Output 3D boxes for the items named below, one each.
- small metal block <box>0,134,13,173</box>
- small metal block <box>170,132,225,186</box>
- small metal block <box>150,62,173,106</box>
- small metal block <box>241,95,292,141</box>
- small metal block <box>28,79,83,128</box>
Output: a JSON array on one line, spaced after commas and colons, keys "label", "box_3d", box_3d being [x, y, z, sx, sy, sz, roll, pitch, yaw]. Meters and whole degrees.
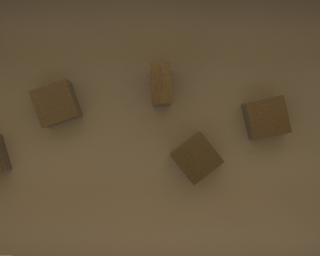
[{"label": "small metal block", "box_3d": [-0.232, 0.039, 0.410, 0.050, 0.025, 0.050, -16, 90, 0]}, {"label": "small metal block", "box_3d": [0.048, 0.039, 0.412, 0.050, 0.025, 0.050, -38, 90, 0]}, {"label": "small metal block", "box_3d": [0.001, -0.055, 0.399, 0.025, 0.050, 0.050, -3, 90, 0]}, {"label": "small metal block", "box_3d": [0.141, -0.013, 0.412, 0.050, 0.025, 0.050, -12, 90, 0]}, {"label": "small metal block", "box_3d": [-0.137, -0.032, 0.410, 0.050, 0.025, 0.050, -19, 90, 0]}]
